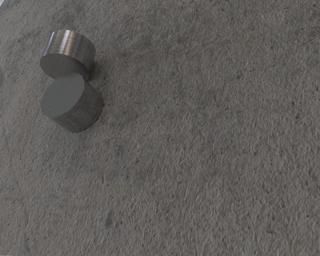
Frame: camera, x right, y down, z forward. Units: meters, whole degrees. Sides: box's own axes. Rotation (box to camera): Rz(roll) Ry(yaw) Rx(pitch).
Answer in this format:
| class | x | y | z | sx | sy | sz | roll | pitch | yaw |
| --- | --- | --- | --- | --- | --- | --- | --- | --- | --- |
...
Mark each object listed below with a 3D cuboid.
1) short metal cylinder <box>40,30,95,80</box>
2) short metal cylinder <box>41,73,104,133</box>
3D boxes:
| class | x | y | z | sx | sy | sz | roll | pitch | yaw |
| --- | --- | --- | --- | --- | --- | --- | --- | --- | --- |
| short metal cylinder | -0.154 | -0.117 | 0.522 | 0.080 | 0.080 | 0.050 | -7 | 59 | 25 |
| short metal cylinder | -0.136 | -0.039 | 0.484 | 0.080 | 0.050 | 0.080 | -13 | 56 | 21 |
